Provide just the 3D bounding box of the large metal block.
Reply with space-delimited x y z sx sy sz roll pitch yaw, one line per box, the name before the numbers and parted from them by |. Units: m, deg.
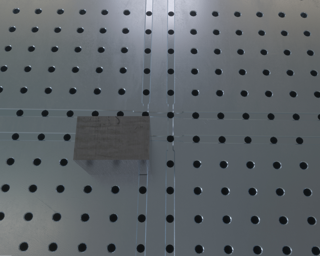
large metal block | -0.051 0.024 0.374 0.080 0.080 0.050 0 70 0
